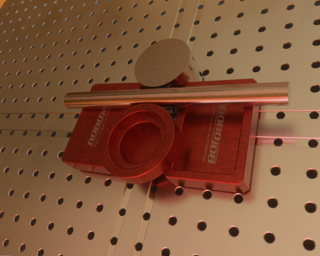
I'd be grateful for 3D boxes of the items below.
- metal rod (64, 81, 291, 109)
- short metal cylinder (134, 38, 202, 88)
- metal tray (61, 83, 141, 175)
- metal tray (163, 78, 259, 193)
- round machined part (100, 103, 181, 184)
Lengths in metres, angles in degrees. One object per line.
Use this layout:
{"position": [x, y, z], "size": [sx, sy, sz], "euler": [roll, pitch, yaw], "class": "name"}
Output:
{"position": [0.000, -0.038, 0.387], "size": [0.300, 0.025, 0.025], "euler": [1, 62, 28], "class": "metal rod"}
{"position": [0.012, -0.076, 0.427], "size": [0.080, 0.050, 0.080], "euler": [-13, 56, 21], "class": "short metal cylinder"}
{"position": [-0.075, -0.002, 0.439], "size": [0.090, 0.030, 0.130], "euler": [3, 63, 29], "class": "metal tray"}
{"position": [0.063, 0.005, 0.363], "size": [0.090, 0.030, 0.130], "euler": [1, 62, 28], "class": "metal tray"}
{"position": [-0.020, 0.022, 0.378], "size": [0.098, 0.042, 0.098], "euler": [-13, 56, 21], "class": "round machined part"}
